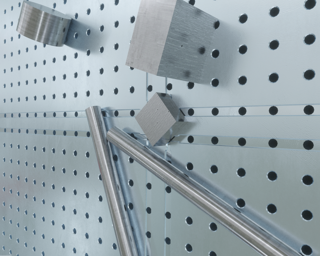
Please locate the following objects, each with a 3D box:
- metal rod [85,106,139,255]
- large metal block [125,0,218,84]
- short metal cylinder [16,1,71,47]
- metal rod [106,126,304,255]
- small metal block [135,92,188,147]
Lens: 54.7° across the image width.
[{"bbox_3d":[-0.066,0.109,0.464,0.025,0.025,0.299,-27,73,37],"label":"metal rod"},{"bbox_3d":[0.015,-0.101,0.361,0.050,0.081,0.079,26,106,37],"label":"large metal block"},{"bbox_3d":[-0.202,-0.182,0.540,0.080,0.081,0.050,37,113,34],"label":"short metal cylinder"},{"bbox_3d":[0.034,0.073,0.381,0.300,0.025,0.025,32,110,35],"label":"metal rod"},{"bbox_3d":[0.001,-0.011,0.409,0.050,0.025,0.050,-48,62,29],"label":"small metal block"}]
